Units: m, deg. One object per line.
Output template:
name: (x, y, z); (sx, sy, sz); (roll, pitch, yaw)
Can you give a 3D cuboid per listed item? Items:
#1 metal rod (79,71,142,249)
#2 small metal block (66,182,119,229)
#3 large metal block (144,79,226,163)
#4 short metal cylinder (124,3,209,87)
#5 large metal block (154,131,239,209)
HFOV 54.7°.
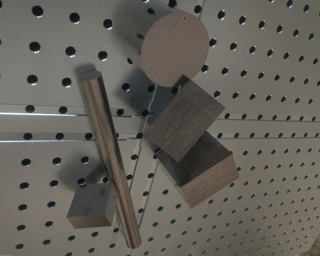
metal rod: (-0.059, 0.065, 0.420); (0.025, 0.025, 0.298); (-20, 126, -17)
small metal block: (-0.085, 0.099, 0.399); (0.050, 0.050, 0.025); (-8, 128, 12)
large metal block: (0.032, -0.010, 0.381); (0.050, 0.080, 0.080); (40, 97, 4)
short metal cylinder: (0.007, -0.092, 0.343); (0.081, 0.050, 0.079); (-14, 125, -21)
large metal block: (0.050, 0.052, 0.438); (0.080, 0.080, 0.050); (-32, 129, -8)
